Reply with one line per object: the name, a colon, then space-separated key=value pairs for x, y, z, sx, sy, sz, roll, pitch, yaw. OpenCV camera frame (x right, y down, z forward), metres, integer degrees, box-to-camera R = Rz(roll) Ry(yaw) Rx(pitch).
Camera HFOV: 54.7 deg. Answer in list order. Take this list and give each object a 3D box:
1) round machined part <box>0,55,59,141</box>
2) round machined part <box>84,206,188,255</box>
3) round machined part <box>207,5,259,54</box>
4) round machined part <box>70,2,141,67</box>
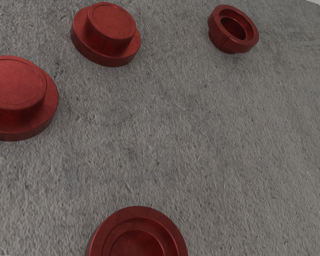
round machined part: x=-0.159 y=-0.038 z=0.330 sx=0.099 sy=0.042 sz=0.098 roll=14 pitch=56 yaw=-21
round machined part: x=-0.025 y=0.129 z=0.300 sx=0.099 sy=0.042 sz=0.098 roll=14 pitch=56 yaw=-21
round machined part: x=0.129 y=-0.175 z=0.569 sx=0.099 sy=0.042 sz=0.098 roll=14 pitch=56 yaw=-21
round machined part: x=-0.073 y=-0.138 z=0.438 sx=0.099 sy=0.042 sz=0.098 roll=14 pitch=56 yaw=-21
